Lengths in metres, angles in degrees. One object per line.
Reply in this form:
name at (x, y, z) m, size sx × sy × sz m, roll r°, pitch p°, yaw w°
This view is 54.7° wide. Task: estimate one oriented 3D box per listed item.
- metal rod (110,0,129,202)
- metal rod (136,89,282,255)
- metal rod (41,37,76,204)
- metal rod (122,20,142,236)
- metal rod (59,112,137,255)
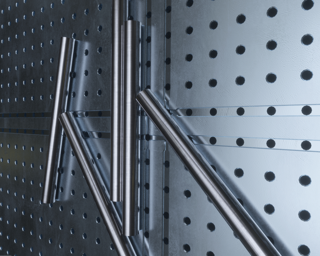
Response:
metal rod at (-0.060, -0.043, 0.456) m, size 0.025 × 0.025 × 0.298 m, roll 1°, pitch 91°, yaw 39°
metal rod at (0.059, 0.063, 0.359) m, size 0.025 × 0.025 × 0.300 m, roll -51°, pitch 60°, yaw 27°
metal rod at (-0.184, -0.010, 0.557) m, size 0.025 × 0.025 × 0.298 m, roll 16°, pitch 100°, yaw 38°
metal rod at (-0.040, 0.000, 0.440) m, size 0.025 × 0.025 × 0.298 m, roll 1°, pitch 91°, yaw 39°
metal rod at (-0.095, 0.099, 0.485) m, size 0.025 × 0.025 × 0.299 m, roll -44°, pitch 64°, yaw 31°
